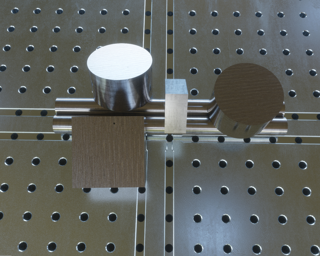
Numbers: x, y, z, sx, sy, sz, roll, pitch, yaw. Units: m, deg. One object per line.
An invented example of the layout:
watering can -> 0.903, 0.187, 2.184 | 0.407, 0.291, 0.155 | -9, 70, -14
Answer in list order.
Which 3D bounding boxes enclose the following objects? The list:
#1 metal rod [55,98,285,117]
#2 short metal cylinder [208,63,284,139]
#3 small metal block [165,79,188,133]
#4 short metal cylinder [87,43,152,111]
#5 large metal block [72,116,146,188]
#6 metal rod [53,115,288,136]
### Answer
metal rod -> 0.013, -0.027, 0.418 | 0.302, 0.025, 0.025 | 1, 70, 0
short metal cylinder -> 0.103, -0.032, 0.381 | 0.081, 0.050, 0.080 | 0, 70, 0
small metal block -> 0.018, -0.027, 0.375 | 0.025, 0.050, 0.050 | 1, 28, 0
short metal cylinder -> -0.050, -0.067, 0.404 | 0.081, 0.050, 0.080 | 1, 46, 0
large metal block -> -0.058, 0.027, 0.370 | 0.081, 0.050, 0.079 | -1, 90, -1
metal rod -> 0.013, -0.004, 0.410 | 0.302, 0.025, 0.025 | 1, 70, 0
